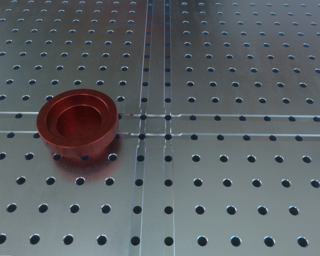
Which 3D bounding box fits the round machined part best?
[{"bbox_3d":[-0.102,-0.002,0.397,0.099,0.042,0.098,0,50,0],"label":"round machined part"}]
